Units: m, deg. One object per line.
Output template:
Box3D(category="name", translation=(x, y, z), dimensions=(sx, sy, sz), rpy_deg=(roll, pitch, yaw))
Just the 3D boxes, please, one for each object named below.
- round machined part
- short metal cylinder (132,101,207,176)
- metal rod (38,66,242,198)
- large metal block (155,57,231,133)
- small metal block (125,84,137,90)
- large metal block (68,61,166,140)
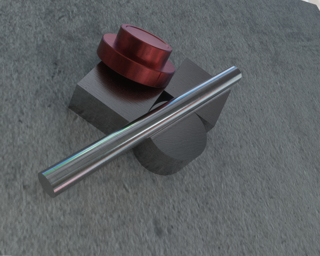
Box3D(category="round machined part", translation=(-0.024, -0.094, 0.383), dimensions=(0.099, 0.042, 0.098), rpy_deg=(24, 25, -12))
Box3D(category="short metal cylinder", translation=(0.011, 0.013, 0.388), dimensions=(0.081, 0.050, 0.080), rpy_deg=(14, 56, -21))
Box3D(category="metal rod", translation=(0.005, -0.014, 0.354), dimensions=(0.302, 0.025, 0.025), rpy_deg=(-32, 80, -38))
Box3D(category="large metal block", translation=(0.043, -0.040, 0.439), dimensions=(0.080, 0.050, 0.080), rpy_deg=(36, 51, -5))
Box3D(category="small metal block", translation=(-0.018, -0.068, 0.438), dimensions=(0.050, 0.025, 0.050), rpy_deg=(37, 51, -4))
Box3D(category="large metal block", translation=(-0.052, -0.039, 0.385), dimensions=(0.080, 0.050, 0.080), rpy_deg=(36, 51, -4))
